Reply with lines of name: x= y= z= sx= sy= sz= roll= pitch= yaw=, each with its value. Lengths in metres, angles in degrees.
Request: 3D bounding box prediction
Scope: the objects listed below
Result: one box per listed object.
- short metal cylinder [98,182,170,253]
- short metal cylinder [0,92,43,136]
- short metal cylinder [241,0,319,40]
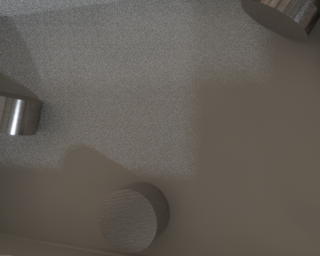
short metal cylinder: x=-0.033 y=0.115 z=0.409 sx=0.080 sy=0.050 sz=0.080 roll=0 pitch=90 yaw=20
short metal cylinder: x=-0.221 y=-0.023 z=0.459 sx=0.080 sy=0.080 sz=0.050 roll=15 pitch=95 yaw=19
short metal cylinder: x=0.136 y=-0.138 z=0.333 sx=0.080 sy=0.080 sz=0.050 roll=34 pitch=101 yaw=16
